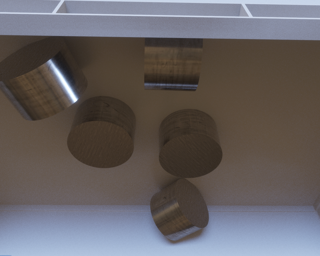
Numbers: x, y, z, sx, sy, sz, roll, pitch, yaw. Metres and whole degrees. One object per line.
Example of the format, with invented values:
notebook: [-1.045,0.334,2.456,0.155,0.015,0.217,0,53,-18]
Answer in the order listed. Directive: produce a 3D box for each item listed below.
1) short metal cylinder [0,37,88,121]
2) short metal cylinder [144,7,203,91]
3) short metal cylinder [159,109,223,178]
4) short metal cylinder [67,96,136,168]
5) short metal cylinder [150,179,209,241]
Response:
short metal cylinder: [-0.125,-0.053,0.326,0.080,0.080,0.050,-14,129,11]
short metal cylinder: [0.011,-0.077,0.308,0.050,0.080,0.079,2,130,-2]
short metal cylinder: [0.039,0.021,0.412,0.081,0.050,0.079,0,130,0]
short metal cylinder: [-0.072,0.006,0.397,0.081,0.050,0.079,0,130,0]
short metal cylinder: [0.031,0.126,0.481,0.050,0.080,0.080,-36,122,26]
